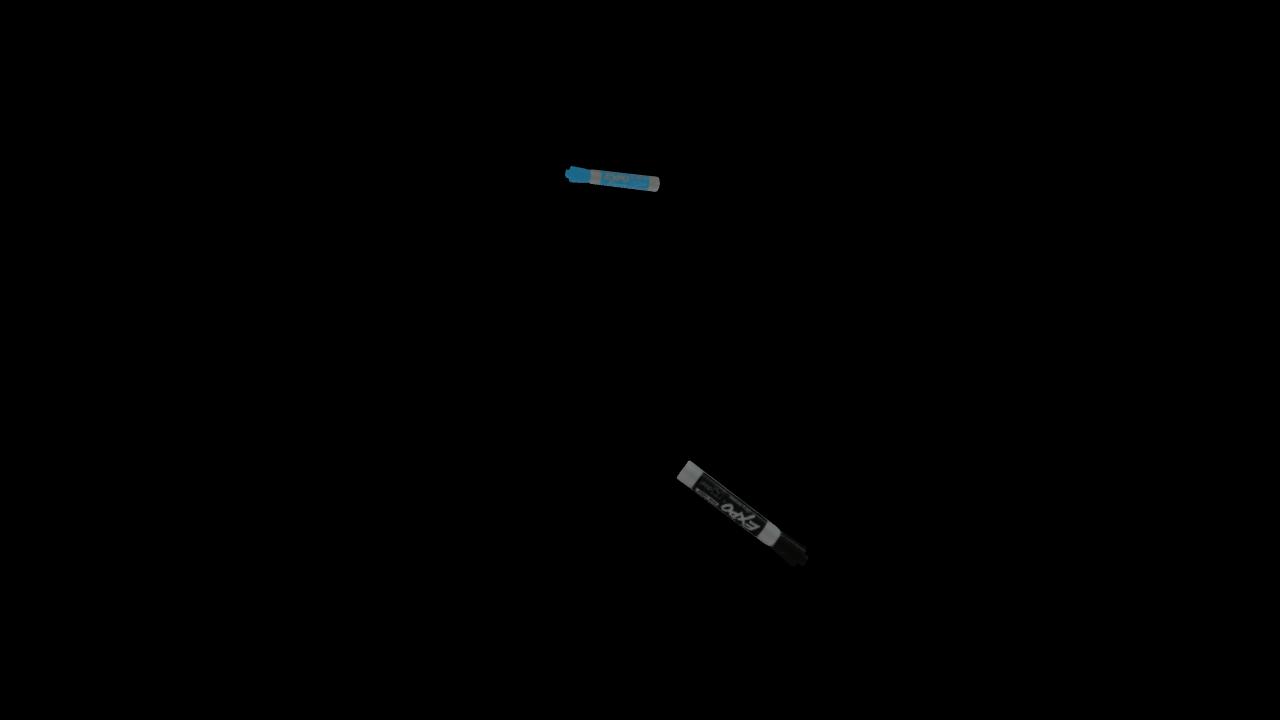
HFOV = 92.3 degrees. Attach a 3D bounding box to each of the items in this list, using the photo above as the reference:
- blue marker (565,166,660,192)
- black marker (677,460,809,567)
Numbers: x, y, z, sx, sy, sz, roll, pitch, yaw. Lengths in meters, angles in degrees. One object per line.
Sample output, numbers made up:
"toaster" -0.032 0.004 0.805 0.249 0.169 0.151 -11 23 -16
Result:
"blue marker" -0.033 -0.221 0.752 0.121 0.020 0.020 -1 1 -26
"black marker" 0.083 0.125 0.499 0.121 0.020 0.020 36 7 10
